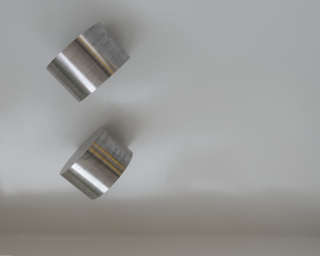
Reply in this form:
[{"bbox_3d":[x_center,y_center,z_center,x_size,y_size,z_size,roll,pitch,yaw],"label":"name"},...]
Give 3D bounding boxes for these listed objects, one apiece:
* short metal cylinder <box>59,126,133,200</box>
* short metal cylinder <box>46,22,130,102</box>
[{"bbox_3d":[-0.081,0.044,0.397,0.080,0.080,0.050,-43,105,14],"label":"short metal cylinder"},{"bbox_3d":[-0.081,-0.074,0.353,0.080,0.080,0.050,-38,106,12],"label":"short metal cylinder"}]
